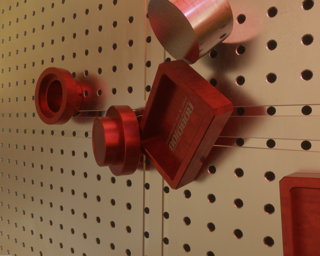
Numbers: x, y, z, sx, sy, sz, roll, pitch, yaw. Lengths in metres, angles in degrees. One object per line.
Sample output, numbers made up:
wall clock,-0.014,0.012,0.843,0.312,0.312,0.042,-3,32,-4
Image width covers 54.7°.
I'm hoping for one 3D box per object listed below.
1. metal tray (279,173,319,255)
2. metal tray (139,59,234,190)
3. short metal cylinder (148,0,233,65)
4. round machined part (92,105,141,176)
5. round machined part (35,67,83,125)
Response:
metal tray,0.159,0.108,0.273,0.090,0.030,0.129,-4,87,39
metal tray,0.020,-0.002,0.361,0.090,0.030,0.129,48,137,29
short metal cylinder,0.032,-0.117,0.337,0.050,0.080,0.080,-40,57,-16
round machined part,-0.065,0.018,0.426,0.098,0.042,0.097,12,104,63
round machined part,-0.172,-0.054,0.537,0.098,0.042,0.097,0,90,39
